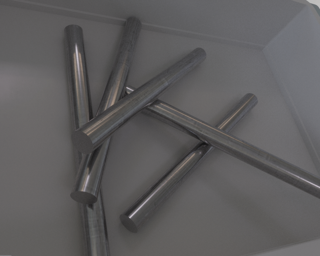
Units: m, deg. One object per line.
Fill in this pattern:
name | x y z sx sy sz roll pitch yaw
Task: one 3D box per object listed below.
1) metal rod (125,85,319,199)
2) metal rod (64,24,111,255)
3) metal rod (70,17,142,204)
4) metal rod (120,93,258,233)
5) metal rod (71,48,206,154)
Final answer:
metal rod | 0.089 0.020 0.401 0.301 0.025 0.025 26 52 3
metal rod | -0.088 0.000 0.357 0.025 0.025 0.299 2 61 -28
metal rod | -0.056 -0.048 0.384 0.025 0.025 0.300 21 48 -16
metal rod | 0.059 0.027 0.420 0.025 0.025 0.302 47 51 5
metal rod | -0.003 -0.054 0.399 0.025 0.025 0.302 43 39 2
